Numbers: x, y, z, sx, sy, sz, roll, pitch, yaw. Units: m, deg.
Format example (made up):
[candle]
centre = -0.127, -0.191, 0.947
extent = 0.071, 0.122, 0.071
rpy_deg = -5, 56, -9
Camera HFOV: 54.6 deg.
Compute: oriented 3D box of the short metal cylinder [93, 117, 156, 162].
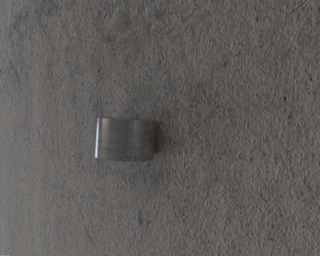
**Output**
[short metal cylinder]
centre = -0.046, 0.013, 0.409
extent = 0.080, 0.081, 0.050
rpy_deg = 7, 94, 40
